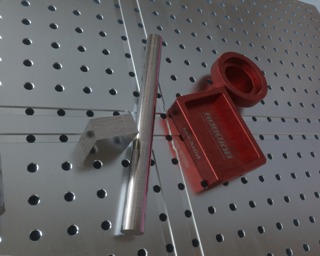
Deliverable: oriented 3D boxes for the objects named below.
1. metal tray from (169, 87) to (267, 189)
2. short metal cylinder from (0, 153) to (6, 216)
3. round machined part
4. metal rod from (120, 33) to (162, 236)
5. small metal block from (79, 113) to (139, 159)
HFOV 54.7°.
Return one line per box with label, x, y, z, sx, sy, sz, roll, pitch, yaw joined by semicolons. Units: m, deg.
metal tray;0.081;0.009;0.439;0.091;0.030;0.130;-16;70;-29
short metal cylinder;-0.172;0.050;0.250;0.081;0.080;0.050;-3;64;-30
round machined part;0.125;-0.075;0.513;0.099;0.042;0.098;14;56;-21
metal rod;-0.019;-0.015;0.408;0.025;0.025;0.300;18;55;-19
small metal block;-0.059;0.009;0.355;0.050;0.050;0.025;-10;67;-33
